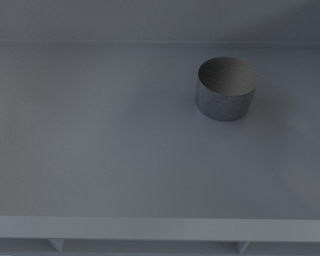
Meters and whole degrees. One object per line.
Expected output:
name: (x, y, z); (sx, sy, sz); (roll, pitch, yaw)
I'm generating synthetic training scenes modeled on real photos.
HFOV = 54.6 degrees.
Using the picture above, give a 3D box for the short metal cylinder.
short metal cylinder: (0.092, -0.055, 0.436); (0.080, 0.050, 0.080); (0, 50, 0)
